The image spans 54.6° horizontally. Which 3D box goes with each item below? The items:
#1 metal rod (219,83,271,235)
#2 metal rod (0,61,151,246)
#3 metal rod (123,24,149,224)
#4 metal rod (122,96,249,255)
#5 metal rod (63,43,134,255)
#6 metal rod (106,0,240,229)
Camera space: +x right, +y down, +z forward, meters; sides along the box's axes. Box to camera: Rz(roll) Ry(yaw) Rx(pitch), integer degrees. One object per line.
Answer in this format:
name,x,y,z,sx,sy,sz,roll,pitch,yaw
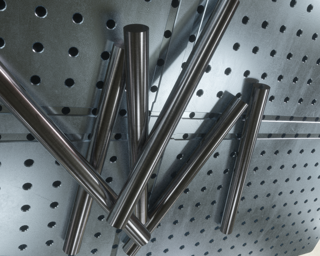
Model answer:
metal rod,0.138,0.068,0.527,0.025,0.025,0.298,-10,123,-23
metal rod,-0.094,0.047,0.360,0.025,0.025,0.300,-36,121,-5
metal rod,-0.027,0.022,0.391,0.025,0.025,0.298,-14,130,-20
metal rod,0.034,0.080,0.478,0.025,0.025,0.299,27,104,-37
metal rod,-0.083,0.043,0.391,0.025,0.025,0.298,5,116,-31
metal rod,0.014,-0.018,0.369,0.025,0.025,0.299,25,93,-37
